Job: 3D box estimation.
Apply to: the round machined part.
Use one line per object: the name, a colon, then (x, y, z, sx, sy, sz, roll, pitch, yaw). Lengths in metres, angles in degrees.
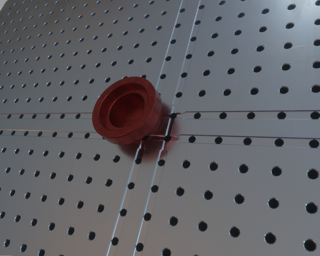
round machined part: (-0.042, -0.020, 0.433, 0.098, 0.042, 0.098, -13, 56, 21)
